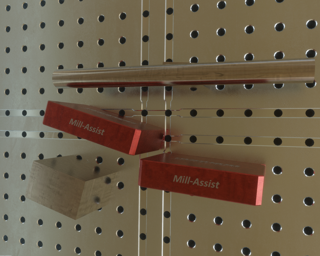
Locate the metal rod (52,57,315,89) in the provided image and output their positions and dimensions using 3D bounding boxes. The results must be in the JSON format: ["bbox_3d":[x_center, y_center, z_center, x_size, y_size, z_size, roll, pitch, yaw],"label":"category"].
[{"bbox_3d":[0.009,-0.060,0.355,0.301,0.025,0.025,1,91,19],"label":"metal rod"}]

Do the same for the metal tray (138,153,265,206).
[{"bbox_3d":[0.052,0.055,0.359,0.130,0.090,0.030,6,92,19],"label":"metal tray"}]

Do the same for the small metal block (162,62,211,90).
[{"bbox_3d":[0.034,-0.065,0.387,0.050,0.050,0.025,6,92,19],"label":"small metal block"}]

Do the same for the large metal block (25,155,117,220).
[{"bbox_3d":[-0.119,0.077,0.424,0.080,0.080,0.050,17,96,19],"label":"large metal block"}]

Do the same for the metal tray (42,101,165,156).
[{"bbox_3d":[-0.070,-0.002,0.401,0.130,0.090,0.030,17,96,18],"label":"metal tray"}]
